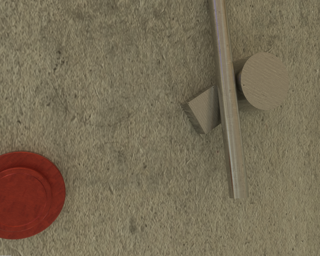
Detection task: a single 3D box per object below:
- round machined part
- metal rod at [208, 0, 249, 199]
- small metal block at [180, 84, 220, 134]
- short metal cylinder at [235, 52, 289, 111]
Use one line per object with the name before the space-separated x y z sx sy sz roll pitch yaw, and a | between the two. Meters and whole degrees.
round machined part | -0.156 0.075 0.343 0.099 0.042 0.097 0 90 -21
metal rod | 0.090 -0.058 0.419 0.025 0.025 0.298 -2 81 -20
small metal block | 0.065 -0.026 0.434 0.050 0.025 0.050 -35 102 -17
short metal cylinder | 0.136 -0.064 0.448 0.081 0.050 0.079 0 90 -21
